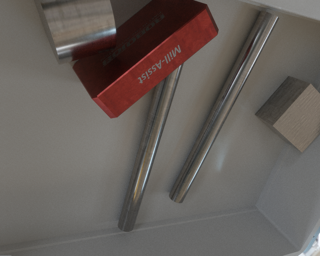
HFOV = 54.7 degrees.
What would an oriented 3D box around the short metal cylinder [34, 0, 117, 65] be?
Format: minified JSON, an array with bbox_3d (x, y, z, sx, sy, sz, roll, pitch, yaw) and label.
[{"bbox_3d":[-0.077,-0.101,0.270,0.050,0.080,0.079,-21,127,-16],"label":"short metal cylinder"}]

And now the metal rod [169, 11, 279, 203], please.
[{"bbox_3d":[0.084,-0.017,0.445,0.025,0.025,0.298,11,113,-34],"label":"metal rod"}]

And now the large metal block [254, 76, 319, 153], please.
[{"bbox_3d":[0.213,-0.022,0.488,0.080,0.050,0.080,36,98,-26],"label":"large metal block"}]

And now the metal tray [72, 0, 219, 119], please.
[{"bbox_3d":[-0.019,-0.078,0.309,0.130,0.090,0.030,-40,130,-2],"label":"metal tray"}]

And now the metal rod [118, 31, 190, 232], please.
[{"bbox_3d":[-0.013,0.019,0.414,0.025,0.025,0.298,2,118,-30],"label":"metal rod"}]
